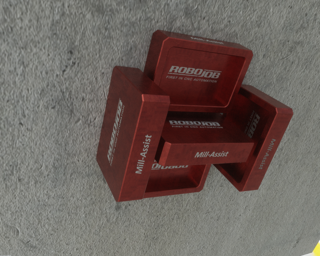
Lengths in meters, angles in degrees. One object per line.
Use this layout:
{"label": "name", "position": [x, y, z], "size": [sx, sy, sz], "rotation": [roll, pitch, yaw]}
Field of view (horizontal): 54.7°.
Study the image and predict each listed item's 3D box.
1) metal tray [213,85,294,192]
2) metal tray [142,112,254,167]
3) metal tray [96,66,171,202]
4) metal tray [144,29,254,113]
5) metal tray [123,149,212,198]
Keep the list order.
{"label": "metal tray", "position": [0.122, 0.013, 0.441], "size": [0.030, 0.090, 0.129], "rotation": [1, 118, -29]}
{"label": "metal tray", "position": [0.042, 0.009, 0.396], "size": [0.131, 0.090, 0.030], "rotation": [1, 119, -29]}
{"label": "metal tray", "position": [-0.036, 0.006, 0.350], "size": [0.030, 0.090, 0.129], "rotation": [1, 119, -29]}
{"label": "metal tray", "position": [0.045, -0.066, 0.389], "size": [0.131, 0.030, 0.089], "rotation": [0, 121, -29]}
{"label": "metal tray", "position": [0.013, 0.053, 0.447], "size": [0.131, 0.030, 0.089], "rotation": [0, 117, -29]}
